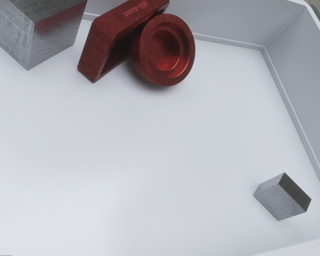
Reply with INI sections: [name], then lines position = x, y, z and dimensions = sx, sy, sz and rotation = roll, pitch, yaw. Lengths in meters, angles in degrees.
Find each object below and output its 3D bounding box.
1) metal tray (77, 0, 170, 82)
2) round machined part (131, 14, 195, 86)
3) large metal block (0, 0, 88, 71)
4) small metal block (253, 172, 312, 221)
[metal tray]
position = -0.048, -0.126, 0.416
dimensions = 0.030, 0.090, 0.131
rotation = 42, 51, 0
[round machined part]
position = 0.000, -0.110, 0.443
dimensions = 0.099, 0.042, 0.097
rotation = -9, 105, -35
[large metal block]
position = -0.142, -0.128, 0.372
dimensions = 0.050, 0.080, 0.080
rotation = 42, 51, 0
[small metal block]
position = 0.166, 0.095, 0.424
dimensions = 0.050, 0.050, 0.025
rotation = 46, 51, 3
